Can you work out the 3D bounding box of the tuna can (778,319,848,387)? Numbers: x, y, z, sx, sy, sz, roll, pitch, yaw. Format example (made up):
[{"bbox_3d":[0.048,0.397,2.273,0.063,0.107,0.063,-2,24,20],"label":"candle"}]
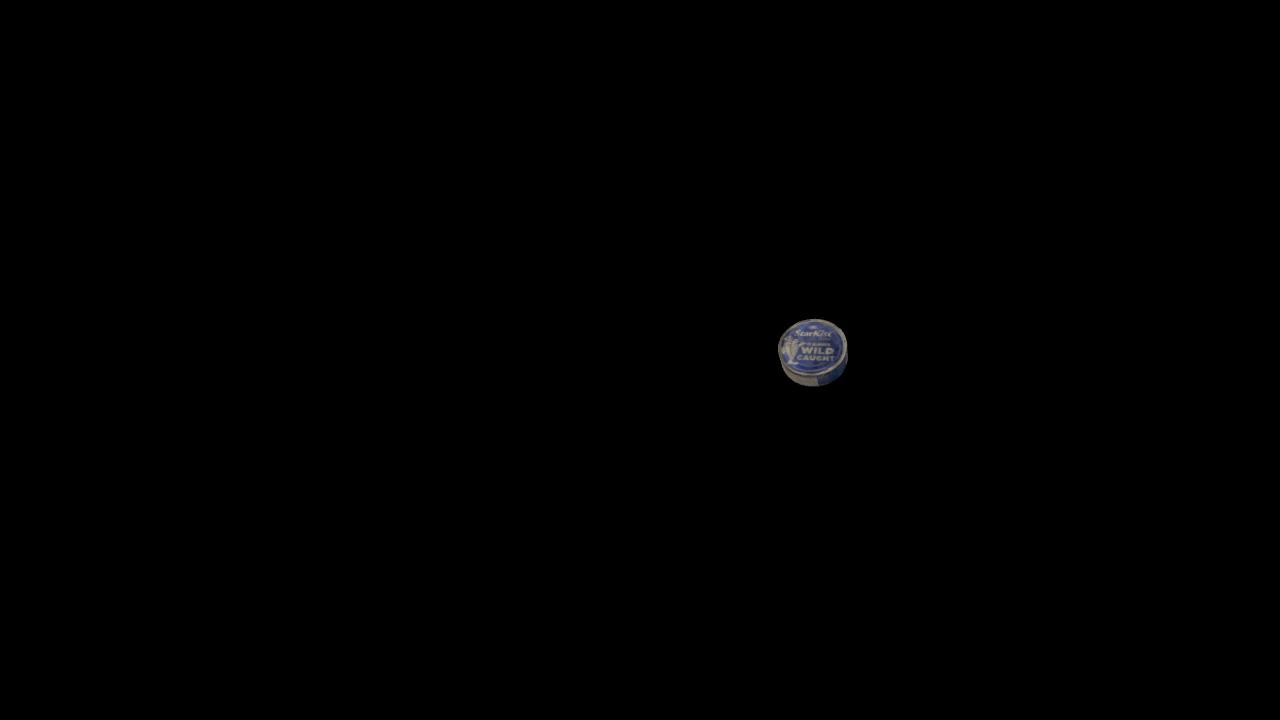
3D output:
[{"bbox_3d":[0.219,-0.009,0.778,0.084,0.084,0.034,0,-30,22],"label":"tuna can"}]
